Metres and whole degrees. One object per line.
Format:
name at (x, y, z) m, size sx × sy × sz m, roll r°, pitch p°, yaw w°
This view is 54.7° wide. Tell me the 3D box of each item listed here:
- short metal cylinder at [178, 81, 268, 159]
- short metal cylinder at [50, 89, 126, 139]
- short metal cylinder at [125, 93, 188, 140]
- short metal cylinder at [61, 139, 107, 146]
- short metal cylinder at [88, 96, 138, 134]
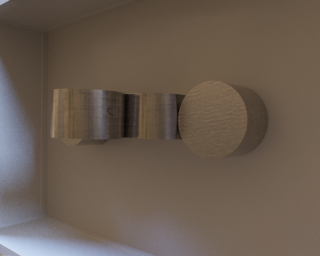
short metal cylinder at (0.067, -0.008, 0.333) m, size 0.080 × 0.050 × 0.080 m, roll 0°, pitch 90°, yaw 40°
short metal cylinder at (-0.080, -0.015, 0.345) m, size 0.080 × 0.081 × 0.050 m, roll 2°, pitch 92°, yaw 40°
short metal cylinder at (-0.004, -0.014, 0.372) m, size 0.080 × 0.081 × 0.050 m, roll 2°, pitch 92°, yaw 40°
short metal cylinder at (-0.118, -0.013, 0.486) m, size 0.080 × 0.050 × 0.080 m, roll 0°, pitch 90°, yaw 40°
short metal cylinder at (-0.066, -0.016, 0.423) m, size 0.080 × 0.081 × 0.050 m, roll 2°, pitch 92°, yaw 40°
